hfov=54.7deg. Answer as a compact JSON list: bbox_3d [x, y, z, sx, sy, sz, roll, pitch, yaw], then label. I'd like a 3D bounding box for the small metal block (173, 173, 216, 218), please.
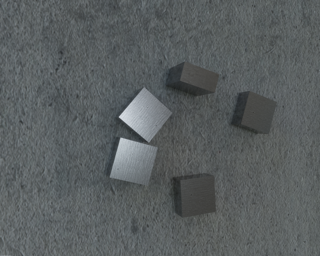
[{"bbox_3d":[0.048,0.091,0.427,0.050,0.025,0.050,-4,92,-20],"label":"small metal block"}]

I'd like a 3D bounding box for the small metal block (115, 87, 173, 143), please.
[{"bbox_3d":[-0.021,-0.016,0.401,0.050,0.025,0.050,42,77,-15],"label":"small metal block"}]

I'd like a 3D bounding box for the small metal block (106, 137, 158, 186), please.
[{"bbox_3d":[-0.036,0.042,0.396,0.050,0.025,0.050,16,85,-20],"label":"small metal block"}]

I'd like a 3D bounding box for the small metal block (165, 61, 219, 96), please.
[{"bbox_3d":[0.042,-0.064,0.411,0.050,0.050,0.025,16,85,-20],"label":"small metal block"}]

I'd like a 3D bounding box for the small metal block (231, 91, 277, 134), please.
[{"bbox_3d":[0.140,-0.022,0.460,0.050,0.025,0.050,18,84,-19],"label":"small metal block"}]
